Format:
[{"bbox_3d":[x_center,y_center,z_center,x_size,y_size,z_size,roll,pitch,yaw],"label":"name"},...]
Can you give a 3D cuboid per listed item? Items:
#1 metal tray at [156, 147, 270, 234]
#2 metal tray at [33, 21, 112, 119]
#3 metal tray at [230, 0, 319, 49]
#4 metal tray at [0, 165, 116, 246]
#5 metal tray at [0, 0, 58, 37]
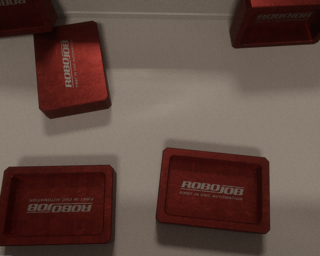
[{"bbox_3d":[0.064,0.077,0.379,0.131,0.030,0.090,6,70,1],"label":"metal tray"},{"bbox_3d":[-0.124,-0.084,0.436,0.091,0.030,0.129,-11,70,-5],"label":"metal tray"},{"bbox_3d":[0.173,-0.152,0.432,0.131,0.090,0.030,-4,70,-2],"label":"metal tray"},{"bbox_3d":[-0.121,0.092,0.371,0.131,0.030,0.090,-1,70,-1],"label":"metal tray"},{"bbox_3d":[-0.216,-0.168,0.410,0.131,0.090,0.030,-4,50,7],"label":"metal tray"}]
